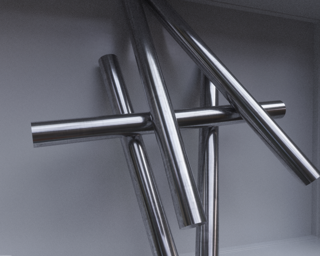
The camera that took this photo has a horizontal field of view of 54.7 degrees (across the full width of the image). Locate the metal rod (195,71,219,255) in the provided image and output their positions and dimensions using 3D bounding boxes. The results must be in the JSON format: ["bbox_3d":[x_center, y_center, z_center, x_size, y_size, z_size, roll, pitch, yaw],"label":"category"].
[{"bbox_3d":[0.059,0.039,0.374,0.025,0.025,0.299,15,62,-20],"label":"metal rod"}]

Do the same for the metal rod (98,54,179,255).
[{"bbox_3d":[-0.021,0.049,0.340,0.025,0.025,0.299,-11,70,-20],"label":"metal rod"}]

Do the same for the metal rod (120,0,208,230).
[{"bbox_3d":[-0.006,-0.045,0.333,0.025,0.025,0.299,-5,62,-20],"label":"metal rod"}]

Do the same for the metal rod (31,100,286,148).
[{"bbox_3d":[0.018,-0.009,0.352,0.303,0.025,0.025,-6,92,-22],"label":"metal rod"}]

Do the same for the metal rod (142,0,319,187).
[{"bbox_3d":[0.075,-0.059,0.370,0.025,0.025,0.300,-33,74,-17],"label":"metal rod"}]
